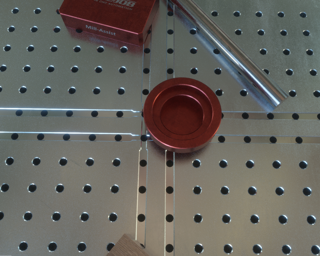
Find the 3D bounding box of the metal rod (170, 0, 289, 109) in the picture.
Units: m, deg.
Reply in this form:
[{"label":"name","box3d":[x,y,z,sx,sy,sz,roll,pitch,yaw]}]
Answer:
[{"label":"metal rod","box3d":[0.076,-0.147,0.465,0.025,0.025,0.300,-36,74,-12]}]

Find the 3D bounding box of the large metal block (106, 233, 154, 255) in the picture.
[{"label":"large metal block","box3d":[-0.033,0.174,0.335,0.080,0.050,0.080,38,74,12]}]

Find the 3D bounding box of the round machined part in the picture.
[{"label":"round machined part","box3d":[0.028,-0.014,0.408,0.099,0.042,0.098,0,70,0]}]

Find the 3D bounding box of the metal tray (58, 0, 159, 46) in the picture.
[{"label":"metal tray","box3d":[-0.075,-0.186,0.476,0.131,0.030,0.090,16,71,6]}]
